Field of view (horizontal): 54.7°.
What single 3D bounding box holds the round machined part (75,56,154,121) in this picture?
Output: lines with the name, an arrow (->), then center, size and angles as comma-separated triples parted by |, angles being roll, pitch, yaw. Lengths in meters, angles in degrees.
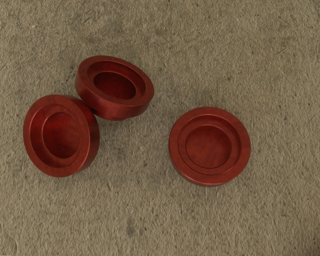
round machined part -> -0.060, -0.047, 0.400 | 0.099, 0.042, 0.098 | 17, 40, -15

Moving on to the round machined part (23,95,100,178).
round machined part -> -0.115, 0.008, 0.380 | 0.098, 0.042, 0.097 | 2, 96, 22

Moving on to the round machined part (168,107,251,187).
round machined part -> 0.059, 0.026, 0.390 | 0.099, 0.042, 0.098 | 0, 70, 0
